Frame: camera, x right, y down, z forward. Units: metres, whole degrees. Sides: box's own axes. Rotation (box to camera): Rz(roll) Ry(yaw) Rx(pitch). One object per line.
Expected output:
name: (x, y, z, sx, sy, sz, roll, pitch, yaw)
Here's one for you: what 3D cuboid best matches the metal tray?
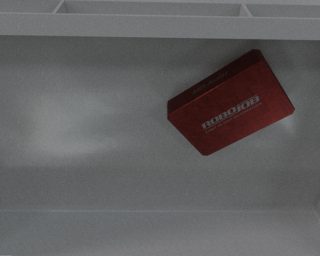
metal tray: (0.085, -0.026, 0.385, 0.130, 0.030, 0.090, -30, 125, 22)
